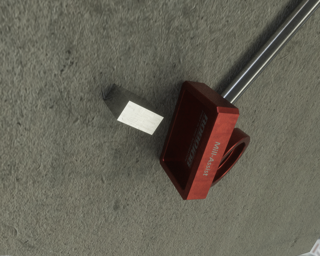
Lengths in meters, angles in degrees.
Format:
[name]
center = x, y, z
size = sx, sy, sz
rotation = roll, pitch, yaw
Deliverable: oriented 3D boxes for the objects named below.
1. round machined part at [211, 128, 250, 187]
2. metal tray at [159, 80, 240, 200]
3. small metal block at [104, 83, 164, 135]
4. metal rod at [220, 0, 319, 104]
[round machined part]
center = 0.083, 0.038, 0.451
size = 0.099, 0.042, 0.098
rotation = -38, 153, -23
[metal tray]
center = 0.044, 0.015, 0.398
size = 0.030, 0.090, 0.129
rotation = 4, 117, -26
[small metal block]
center = -0.031, -0.022, 0.361
size = 0.050, 0.050, 0.025
rotation = 25, 105, -37
[metal rod]
center = 0.148, -0.105, 0.425
size = 0.299, 0.025, 0.025
rotation = -50, 129, 7
